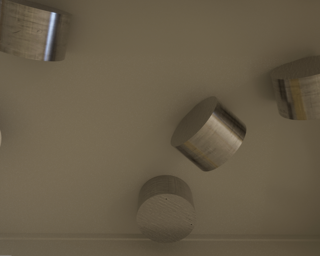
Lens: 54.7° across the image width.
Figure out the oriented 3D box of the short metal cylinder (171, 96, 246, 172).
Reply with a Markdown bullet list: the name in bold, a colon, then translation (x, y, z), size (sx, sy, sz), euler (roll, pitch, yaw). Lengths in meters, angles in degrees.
- **short metal cylinder**: translation (0.059, 0.007, 0.386), size (0.050, 0.080, 0.080), euler (41, 105, -14)

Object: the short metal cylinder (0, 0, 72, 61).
- **short metal cylinder**: translation (-0.142, -0.110, 0.340), size (0.081, 0.080, 0.050), euler (15, 110, -6)

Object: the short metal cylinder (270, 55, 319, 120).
- **short metal cylinder**: translation (0.178, -0.049, 0.366), size (0.080, 0.080, 0.050), euler (-18, 109, 6)

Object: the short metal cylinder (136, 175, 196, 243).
- **short metal cylinder**: translation (0.008, 0.114, 0.440), size (0.081, 0.050, 0.079), euler (0, 110, -1)
